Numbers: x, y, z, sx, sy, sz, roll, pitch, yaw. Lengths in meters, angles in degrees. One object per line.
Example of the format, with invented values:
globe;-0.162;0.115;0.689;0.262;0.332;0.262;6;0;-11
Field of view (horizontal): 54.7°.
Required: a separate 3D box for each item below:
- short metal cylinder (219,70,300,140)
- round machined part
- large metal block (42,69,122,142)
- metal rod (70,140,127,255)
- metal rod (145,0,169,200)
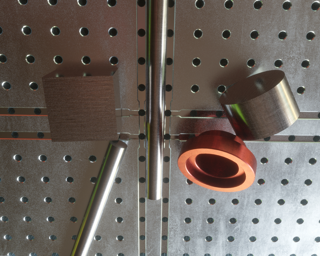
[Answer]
short metal cylinder;0.120;-0.029;0.375;0.080;0.080;0.050;-27;108;9
round machined part;0.076;0.040;0.404;0.098;0.042;0.097;14;143;11
large metal block;-0.093;-0.030;0.388;0.081;0.050;0.079;-1;110;0
metal rod;-0.108;0.152;0.468;0.025;0.025;0.298;19;109;-7
metal rod;-0.005;-0.042;0.397;0.025;0.025;0.298;1;110;-1
